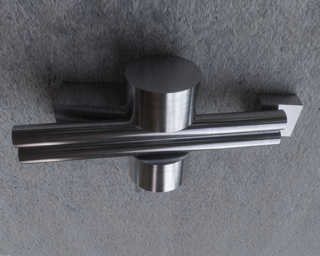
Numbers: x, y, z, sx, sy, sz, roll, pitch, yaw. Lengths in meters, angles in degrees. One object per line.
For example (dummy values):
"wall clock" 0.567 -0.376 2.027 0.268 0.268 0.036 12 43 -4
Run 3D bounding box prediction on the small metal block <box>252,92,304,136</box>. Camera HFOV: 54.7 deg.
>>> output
"small metal block" 0.146 -0.017 0.396 0.050 0.025 0.050 2 130 -2

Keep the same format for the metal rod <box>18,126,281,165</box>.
"metal rod" -0.005 0.019 0.366 0.302 0.025 0.025 -4 131 -8

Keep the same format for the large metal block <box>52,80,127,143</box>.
"large metal block" -0.079 -0.010 0.383 0.081 0.050 0.079 1 130 -2

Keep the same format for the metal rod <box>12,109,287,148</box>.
"metal rod" -0.004 0.000 0.350 0.302 0.025 0.025 -4 131 -8

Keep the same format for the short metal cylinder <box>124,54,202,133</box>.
"short metal cylinder" 0.003 -0.040 0.339 0.081 0.080 0.050 1 130 -1

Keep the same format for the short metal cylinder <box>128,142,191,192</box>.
"short metal cylinder" -0.001 0.036 0.403 0.081 0.080 0.050 1 130 -1
